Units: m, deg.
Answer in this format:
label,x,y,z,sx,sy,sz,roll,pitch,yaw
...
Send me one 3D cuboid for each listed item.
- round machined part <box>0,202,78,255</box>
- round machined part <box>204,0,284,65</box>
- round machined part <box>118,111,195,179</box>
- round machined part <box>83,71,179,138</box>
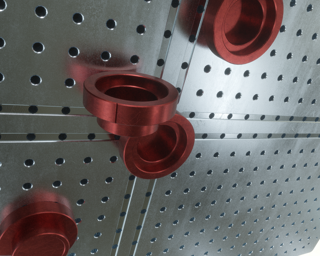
label,x,y,z,sx,sy,sz,roll,pitch,yaw
round machined part,-0.157,0.148,0.406,0.099,0.042,0.097,-14,124,-21
round machined part,0.094,-0.129,0.371,0.099,0.042,0.097,-14,124,-21
round machined part,-0.007,0.015,0.405,0.099,0.042,0.097,-14,124,-21
round machined part,-0.032,-0.025,0.331,0.099,0.098,0.042,-5,121,-26
